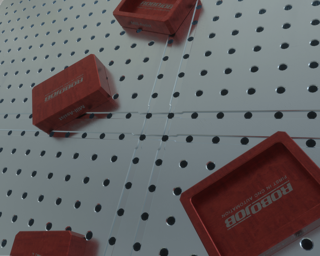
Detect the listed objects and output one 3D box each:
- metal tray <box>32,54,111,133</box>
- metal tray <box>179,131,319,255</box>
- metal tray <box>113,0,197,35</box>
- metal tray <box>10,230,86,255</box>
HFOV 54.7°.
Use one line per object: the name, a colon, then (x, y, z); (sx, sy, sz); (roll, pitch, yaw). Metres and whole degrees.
metal tray: (-0.151, -0.058, 0.518); (0.130, 0.030, 0.090); (-27, 53, 11)
metal tray: (0.096, 0.074, 0.308); (0.130, 0.030, 0.090); (-34, 52, 5)
metal tray: (-0.009, -0.214, 0.539); (0.130, 0.030, 0.090); (22, 73, 35)
metal tray: (-0.143, 0.190, 0.362); (0.090, 0.030, 0.130); (-9, 58, 23)
